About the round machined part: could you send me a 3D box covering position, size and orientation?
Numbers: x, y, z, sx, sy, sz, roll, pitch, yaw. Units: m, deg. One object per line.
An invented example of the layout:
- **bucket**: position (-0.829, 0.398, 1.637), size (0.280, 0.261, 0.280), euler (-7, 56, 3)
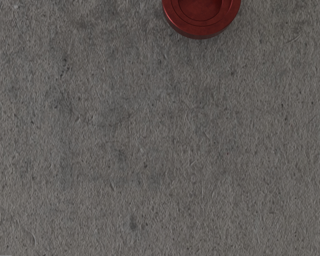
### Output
- **round machined part**: position (0.051, -0.163, 0.402), size (0.099, 0.042, 0.097), euler (0, 90, 0)
